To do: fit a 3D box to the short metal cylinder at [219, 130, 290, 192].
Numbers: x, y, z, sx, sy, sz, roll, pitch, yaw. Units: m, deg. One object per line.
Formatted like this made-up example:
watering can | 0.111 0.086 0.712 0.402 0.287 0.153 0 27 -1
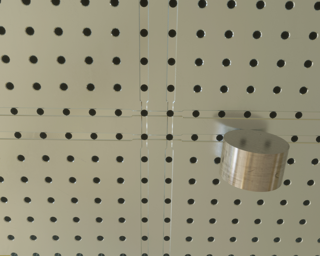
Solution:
short metal cylinder | 0.120 0.039 0.399 0.080 0.080 0.050 3 110 -1
